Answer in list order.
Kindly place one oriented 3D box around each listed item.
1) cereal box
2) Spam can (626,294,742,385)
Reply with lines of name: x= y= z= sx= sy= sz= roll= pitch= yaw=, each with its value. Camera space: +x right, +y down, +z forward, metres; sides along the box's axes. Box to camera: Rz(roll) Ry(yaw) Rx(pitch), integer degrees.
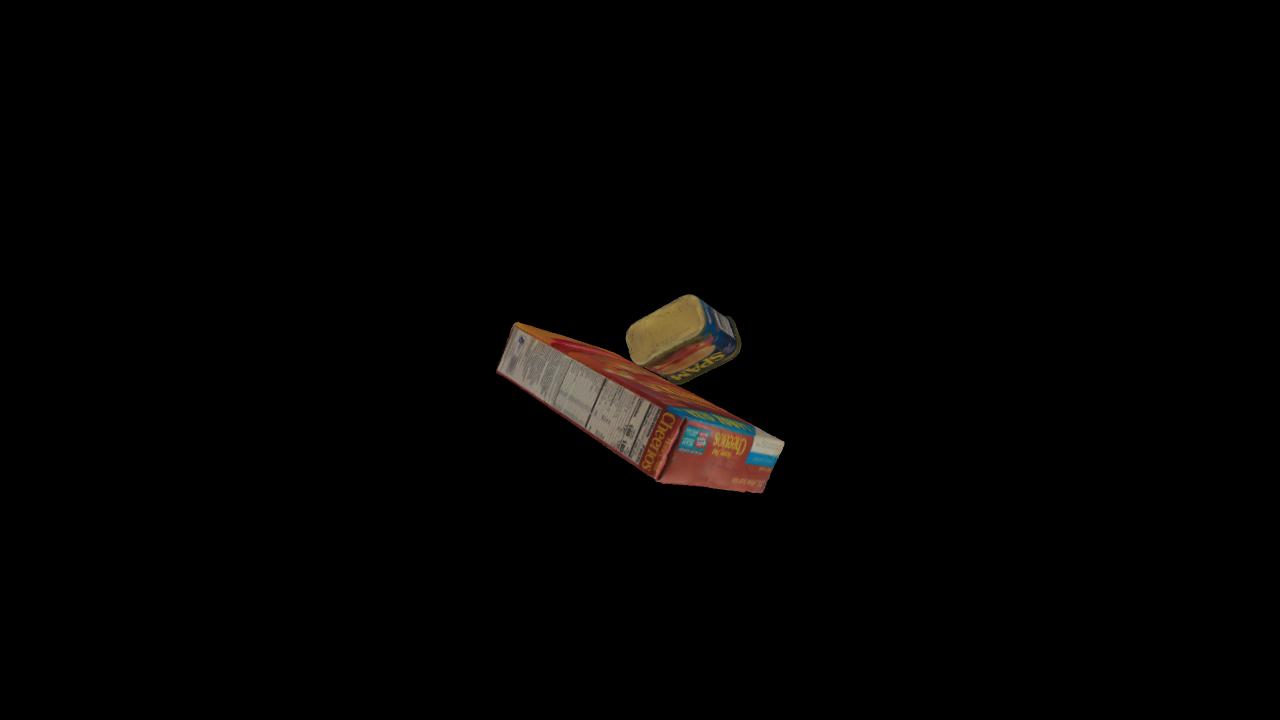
cereal box: x=-0.005 y=0.054 z=0.737 sx=0.306 sy=0.081 sz=0.203 roll=26 pitch=5 yaw=42
Spam can: x=0.048 y=-0.022 z=0.683 sx=0.101 sy=0.058 sz=0.085 roll=-28 pitch=-30 yaw=24
